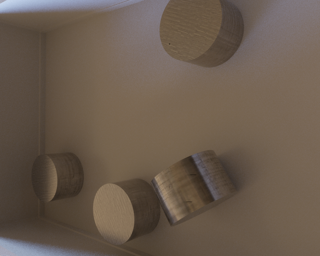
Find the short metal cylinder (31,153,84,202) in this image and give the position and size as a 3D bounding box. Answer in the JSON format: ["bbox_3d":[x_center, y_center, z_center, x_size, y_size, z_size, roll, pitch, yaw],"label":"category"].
[{"bbox_3d":[-0.177,0.083,0.533,0.080,0.050,0.079,0,90,39],"label":"short metal cylinder"}]

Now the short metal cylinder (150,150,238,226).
[{"bbox_3d":[0.037,0.066,0.339,0.080,0.081,0.050,-41,65,32],"label":"short metal cylinder"}]

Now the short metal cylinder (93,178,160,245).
[{"bbox_3d":[-0.047,0.113,0.427,0.080,0.050,0.079,0,90,39],"label":"short metal cylinder"}]

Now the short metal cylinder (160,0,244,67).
[{"bbox_3d":[0.047,-0.112,0.351,0.080,0.050,0.079,0,90,39],"label":"short metal cylinder"}]
